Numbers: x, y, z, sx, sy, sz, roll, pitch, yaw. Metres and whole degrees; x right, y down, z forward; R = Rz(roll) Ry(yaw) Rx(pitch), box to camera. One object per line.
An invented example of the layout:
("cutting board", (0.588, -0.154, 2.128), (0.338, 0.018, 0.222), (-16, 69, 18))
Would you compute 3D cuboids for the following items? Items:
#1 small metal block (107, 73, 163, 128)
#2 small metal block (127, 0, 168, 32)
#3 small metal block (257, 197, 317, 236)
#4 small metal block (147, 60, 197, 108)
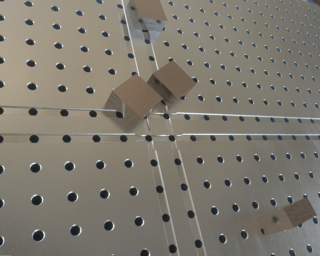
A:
("small metal block", (-0.033, -0.037, 0.413), (0.050, 0.025, 0.050), (44, 51, 2))
("small metal block", (-0.021, -0.189, 0.511), (0.050, 0.025, 0.050), (-4, 64, -30))
("small metal block", (0.167, 0.117, 0.410), (0.050, 0.050, 0.025), (-10, 67, -32))
("small metal block", (0.017, -0.065, 0.457), (0.050, 0.025, 0.050), (46, 51, 4))
